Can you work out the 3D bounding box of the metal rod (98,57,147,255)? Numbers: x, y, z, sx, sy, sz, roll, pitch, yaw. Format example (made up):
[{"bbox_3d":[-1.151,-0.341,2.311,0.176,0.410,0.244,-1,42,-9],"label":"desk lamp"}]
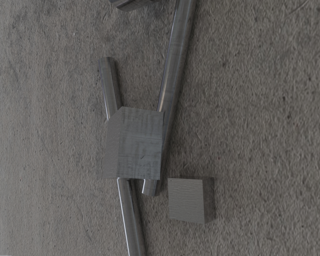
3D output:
[{"bbox_3d":[-0.056,0.042,0.451,0.025,0.025,0.298,-17,79,39],"label":"metal rod"}]

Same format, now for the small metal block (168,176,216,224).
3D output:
[{"bbox_3d":[0.038,0.085,0.374,0.050,0.025,0.050,-4,87,40],"label":"small metal block"}]

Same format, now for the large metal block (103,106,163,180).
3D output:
[{"bbox_3d":[-0.036,0.024,0.388,0.080,0.050,0.080,154,121,-67],"label":"large metal block"}]

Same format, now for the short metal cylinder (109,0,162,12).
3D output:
[{"bbox_3d":[-0.032,-0.196,0.396,0.050,0.081,0.080,-1,90,40],"label":"short metal cylinder"}]

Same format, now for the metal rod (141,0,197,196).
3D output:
[{"bbox_3d":[0.014,-0.058,0.392,0.025,0.025,0.298,17,101,38],"label":"metal rod"}]
